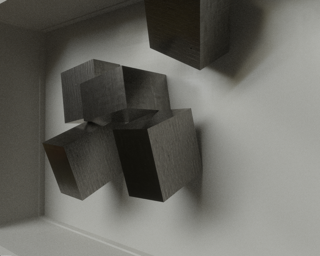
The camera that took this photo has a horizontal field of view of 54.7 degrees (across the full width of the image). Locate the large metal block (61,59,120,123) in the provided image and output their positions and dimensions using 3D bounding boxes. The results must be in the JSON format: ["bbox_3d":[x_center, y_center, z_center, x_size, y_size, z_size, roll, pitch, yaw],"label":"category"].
[{"bbox_3d":[-0.104,-0.052,0.474,0.080,0.050,0.080,-10,83,39],"label":"large metal block"}]

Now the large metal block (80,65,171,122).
[{"bbox_3d":[-0.045,-0.040,0.406,0.080,0.081,0.050,-13,82,39],"label":"large metal block"}]

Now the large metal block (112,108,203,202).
[{"bbox_3d":[0.001,0.027,0.356,0.050,0.081,0.079,-1,107,39],"label":"large metal block"}]

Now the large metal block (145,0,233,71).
[{"bbox_3d":[0.030,-0.122,0.340,0.080,0.050,0.080,33,146,34],"label":"large metal block"}]

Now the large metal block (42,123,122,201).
[{"bbox_3d":[-0.105,0.042,0.439,0.050,0.081,0.079,6,117,39],"label":"large metal block"}]
